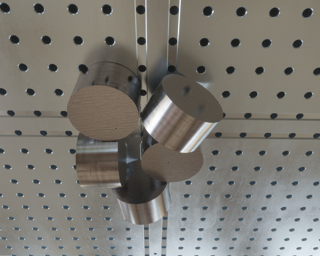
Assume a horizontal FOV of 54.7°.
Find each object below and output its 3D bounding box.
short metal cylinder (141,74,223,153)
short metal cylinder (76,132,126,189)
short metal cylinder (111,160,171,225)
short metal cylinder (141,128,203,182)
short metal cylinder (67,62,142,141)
[{"bbox_3d":[0.025,-0.018,0.361,0.080,0.080,0.050,22,126,-18],"label":"short metal cylinder"},{"bbox_3d":[-0.075,0.039,0.409,0.050,0.080,0.079,-2,130,1],"label":"short metal cylinder"},{"bbox_3d":[-0.026,0.093,0.453,0.080,0.080,0.050,-5,130,4],"label":"short metal cylinder"},{"bbox_3d":[0.016,0.029,0.420,0.081,0.050,0.079,-1,131,0],"label":"short metal cylinder"},{"bbox_3d":[-0.064,-0.031,0.368,0.080,0.050,0.079,0,131,1],"label":"short metal cylinder"}]
